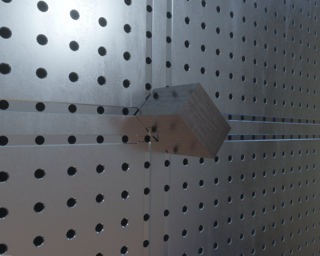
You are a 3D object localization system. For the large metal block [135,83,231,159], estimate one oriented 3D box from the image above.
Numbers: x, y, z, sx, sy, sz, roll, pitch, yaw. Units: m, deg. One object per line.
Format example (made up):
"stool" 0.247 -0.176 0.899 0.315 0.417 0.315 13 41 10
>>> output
"large metal block" 0.030 -0.008 0.397 0.080 0.080 0.050 49 61 -29
